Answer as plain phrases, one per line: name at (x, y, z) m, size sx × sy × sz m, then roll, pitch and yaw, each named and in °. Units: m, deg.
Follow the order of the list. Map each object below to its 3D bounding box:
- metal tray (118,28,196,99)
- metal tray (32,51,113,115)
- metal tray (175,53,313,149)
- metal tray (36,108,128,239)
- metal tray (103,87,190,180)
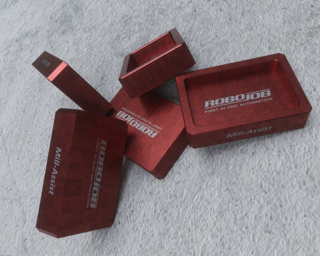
metal tray at (-0.006, -0.093, 0.423) m, size 0.090 × 0.030 × 0.130 m, roll -27°, pitch 23°, yaw 10°
metal tray at (-0.130, -0.063, 0.449) m, size 0.030 × 0.090 × 0.130 m, roll -49°, pitch 35°, yaw -6°
metal tray at (0.089, -0.033, 0.354) m, size 0.131 × 0.030 × 0.090 m, roll -11°, pitch 55°, yaw 4°
metal tray at (-0.083, 0.049, 0.350) m, size 0.030 × 0.090 × 0.129 m, roll 6°, pitch 85°, yaw 31°
metal tray at (-0.023, -0.001, 0.413) m, size 0.130 × 0.030 × 0.090 m, roll 29°, pitch 77°, yaw 37°
